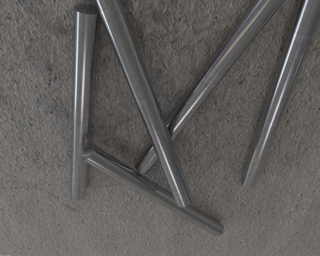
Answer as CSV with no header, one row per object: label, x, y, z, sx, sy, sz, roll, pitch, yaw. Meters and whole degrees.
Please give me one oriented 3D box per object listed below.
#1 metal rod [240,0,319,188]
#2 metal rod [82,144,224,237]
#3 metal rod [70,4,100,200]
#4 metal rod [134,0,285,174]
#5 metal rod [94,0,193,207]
metal rod,0.143,-0.030,0.382,0.025,0.025,0.298,2,130,-2
metal rod,0.006,0.109,0.486,0.025,0.025,0.301,-35,126,26
metal rod,-0.101,-0.006,0.400,0.025,0.025,0.298,9,130,-7
metal rod,0.046,-0.042,0.371,0.025,0.025,0.298,23,126,-18
metal rod,-0.010,-0.016,0.367,0.025,0.025,0.299,-14,122,11
